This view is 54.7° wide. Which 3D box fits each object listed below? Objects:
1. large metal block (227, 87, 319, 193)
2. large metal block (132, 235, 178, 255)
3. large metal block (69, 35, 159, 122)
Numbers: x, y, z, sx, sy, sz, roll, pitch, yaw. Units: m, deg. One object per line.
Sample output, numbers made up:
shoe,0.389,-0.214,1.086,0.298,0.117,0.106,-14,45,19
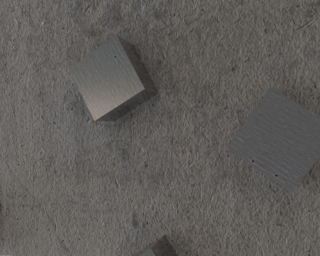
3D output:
large metal block,0.135,0.012,0.348,0.080,0.050,0.080,36,102,16
large metal block,-0.011,0.201,0.399,0.080,0.050,0.080,-38,78,16
large metal block,-0.061,-0.063,0.417,0.080,0.050,0.080,-31,80,17
